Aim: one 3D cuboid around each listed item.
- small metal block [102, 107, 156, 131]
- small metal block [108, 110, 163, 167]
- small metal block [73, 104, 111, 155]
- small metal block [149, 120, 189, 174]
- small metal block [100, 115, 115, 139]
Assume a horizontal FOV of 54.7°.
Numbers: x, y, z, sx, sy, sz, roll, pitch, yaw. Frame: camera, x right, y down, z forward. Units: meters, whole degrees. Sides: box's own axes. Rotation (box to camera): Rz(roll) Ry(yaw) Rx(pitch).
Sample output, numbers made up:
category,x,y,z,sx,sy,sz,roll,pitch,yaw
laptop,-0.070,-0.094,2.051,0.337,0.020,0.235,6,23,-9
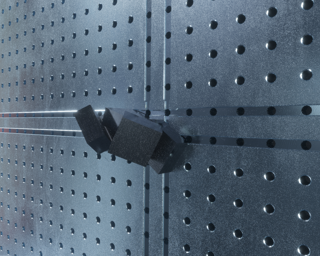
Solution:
category,x,y,z,sx,sy,sz,roll,pitch,yaw
small metal block,-0.042,-0.008,0.426,0.050,0.050,0.025,24,105,37
small metal block,-0.030,0.013,0.381,0.050,0.025,0.050,22,109,-9
small metal block,-0.091,0.003,0.429,0.025,0.050,0.050,-28,68,-4
small metal block,0.001,0.024,0.407,0.050,0.025,0.050,43,116,31
small metal block,-0.074,0.005,0.468,0.050,0.025,0.050,-24,75,37
